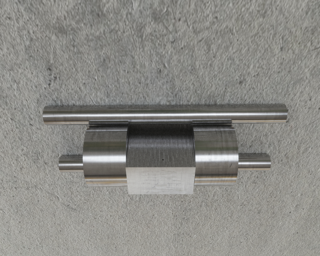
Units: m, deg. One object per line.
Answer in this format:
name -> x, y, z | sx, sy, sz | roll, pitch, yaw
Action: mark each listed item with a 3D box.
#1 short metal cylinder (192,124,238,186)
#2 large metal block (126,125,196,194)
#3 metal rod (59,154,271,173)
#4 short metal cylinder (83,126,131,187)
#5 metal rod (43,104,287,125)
short metal cylinder -> 0.067, 0.035, 0.402 | 0.050, 0.080, 0.079 | -1, 130, 0
large metal block -> 0.001, 0.038, 0.402 | 0.081, 0.080, 0.050 | 0, 130, 0
metal rod -> 0.007, 0.051, 0.453 | 0.302, 0.025, 0.025 | 0, 130, 0
short metal cylinder -> -0.065, 0.036, 0.402 | 0.050, 0.080, 0.079 | -1, 130, 0
metal rod -> 0.007, -0.017, 0.394 | 0.302, 0.025, 0.025 | 0, 130, 0
